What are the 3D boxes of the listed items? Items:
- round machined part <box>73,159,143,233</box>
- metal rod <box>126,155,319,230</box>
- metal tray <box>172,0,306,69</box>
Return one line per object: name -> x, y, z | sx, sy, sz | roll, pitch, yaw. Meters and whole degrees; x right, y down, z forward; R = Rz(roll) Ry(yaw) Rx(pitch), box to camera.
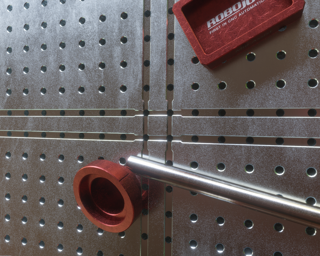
round machined part -> -0.064, 0.086, 0.414 | 0.098, 0.042, 0.097 | 12, 116, 27
metal rod -> 0.098, 0.082, 0.377 | 0.301, 0.025, 0.025 | 13, 95, 19
metal tray -> 0.092, -0.143, 0.377 | 0.130, 0.030, 0.090 | -29, 81, 17
